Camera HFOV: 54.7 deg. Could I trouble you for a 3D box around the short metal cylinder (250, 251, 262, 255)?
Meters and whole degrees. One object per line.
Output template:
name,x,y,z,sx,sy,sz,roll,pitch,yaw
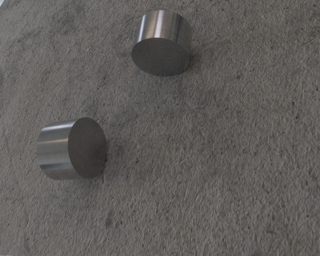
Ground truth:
short metal cylinder,0.080,0.145,0.237,0.050,0.080,0.080,-38,51,3

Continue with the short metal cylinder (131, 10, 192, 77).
short metal cylinder,0.003,-0.118,0.439,0.080,0.080,0.050,-6,59,25

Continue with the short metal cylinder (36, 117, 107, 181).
short metal cylinder,-0.114,0.028,0.411,0.050,0.080,0.080,-8,59,24
